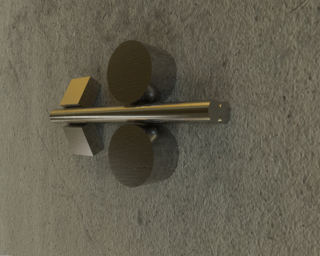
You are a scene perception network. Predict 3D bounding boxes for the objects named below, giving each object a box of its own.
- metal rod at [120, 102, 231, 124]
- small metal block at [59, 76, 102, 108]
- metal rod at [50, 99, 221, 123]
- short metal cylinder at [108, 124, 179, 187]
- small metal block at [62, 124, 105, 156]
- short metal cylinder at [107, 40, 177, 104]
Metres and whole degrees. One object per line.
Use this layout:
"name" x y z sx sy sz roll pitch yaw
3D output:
"metal rod" -0.042 -0.018 0.441 0.300 0.025 0.025 1 91 40
"small metal block" -0.128 -0.054 0.500 0.050 0.025 0.050 0 63 40
"metal rod" -0.058 -0.019 0.422 0.300 0.025 0.025 1 90 40
"short metal cylinder" -0.022 0.034 0.408 0.080 0.050 0.079 0 90 40
"small metal block" -0.122 0.016 0.494 0.050 0.025 0.050 1 117 39
"short metal cylinder" -0.024 -0.071 0.410 0.080 0.050 0.079 0 90 40
